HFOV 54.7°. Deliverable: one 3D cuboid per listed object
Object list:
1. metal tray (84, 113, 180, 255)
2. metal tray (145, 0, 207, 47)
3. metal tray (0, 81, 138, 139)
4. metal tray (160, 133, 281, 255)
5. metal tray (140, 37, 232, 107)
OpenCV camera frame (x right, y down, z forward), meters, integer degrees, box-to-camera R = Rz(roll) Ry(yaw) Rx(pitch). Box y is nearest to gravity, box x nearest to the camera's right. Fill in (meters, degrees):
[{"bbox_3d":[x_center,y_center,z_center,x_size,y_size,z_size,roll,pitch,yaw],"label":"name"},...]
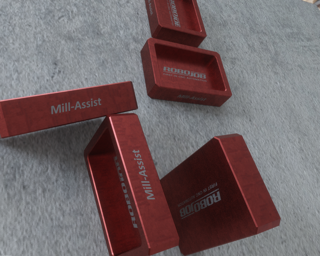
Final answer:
[{"bbox_3d":[-0.035,0.062,0.305,0.030,0.090,0.130,-5,65,-33],"label":"metal tray"},{"bbox_3d":[0.024,-0.204,0.539,0.091,0.030,0.130,5,60,-26],"label":"metal tray"},{"bbox_3d":[-0.100,-0.018,0.316,0.131,0.090,0.030,-15,95,-34],"label":"metal tray"},{"bbox_3d":[0.051,0.074,0.320,0.030,0.129,0.090,-6,65,-31],"label":"metal tray"},{"bbox_3d":[0.040,-0.084,0.475,0.131,0.030,0.090,4,60,-26],"label":"metal tray"}]
